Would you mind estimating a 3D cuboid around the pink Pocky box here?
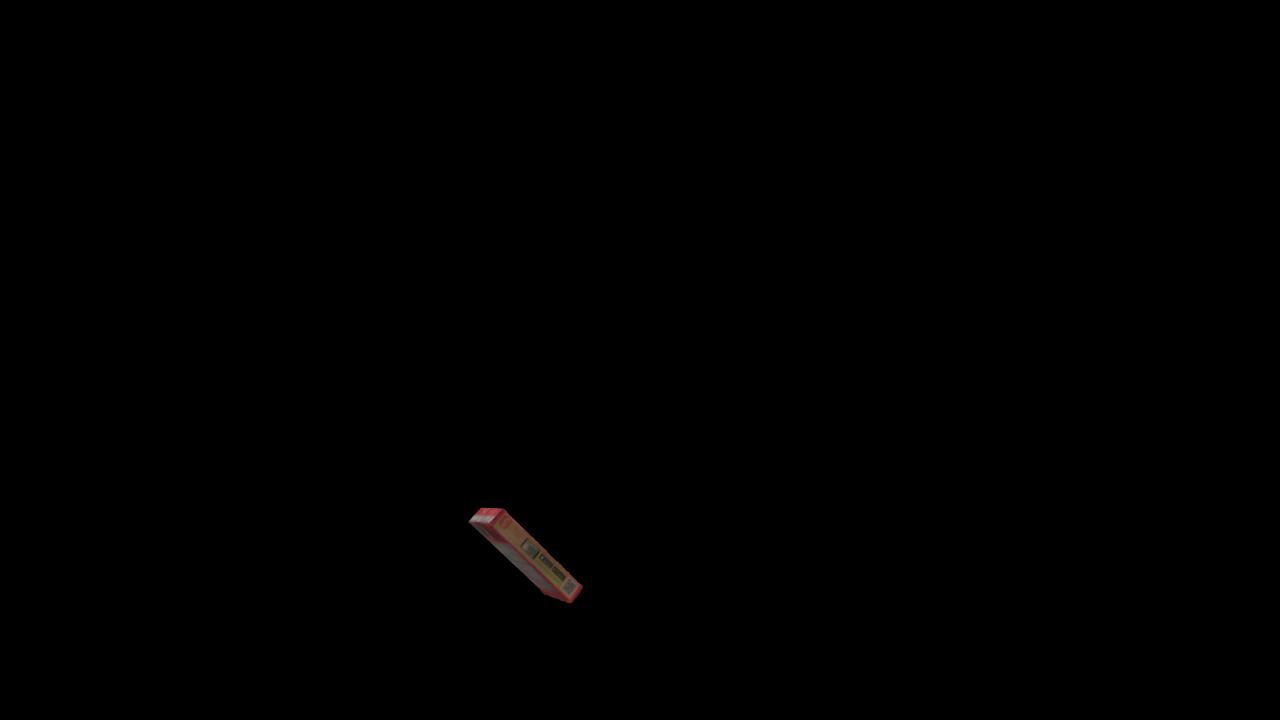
[{"bbox_3d":[-0.149,0.253,0.802,0.029,0.155,0.084,-49,17,-30],"label":"pink Pocky box"}]
